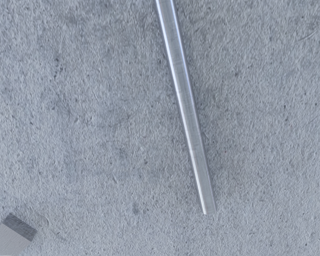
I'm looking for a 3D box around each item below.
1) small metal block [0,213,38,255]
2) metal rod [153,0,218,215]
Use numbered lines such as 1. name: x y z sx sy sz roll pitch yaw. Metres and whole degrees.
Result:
1. small metal block: -0.225 0.165 0.469 0.050 0.025 0.050 41 105 -14
2. metal rod: 0.037 -0.017 0.403 0.025 0.025 0.298 -13 110 4
